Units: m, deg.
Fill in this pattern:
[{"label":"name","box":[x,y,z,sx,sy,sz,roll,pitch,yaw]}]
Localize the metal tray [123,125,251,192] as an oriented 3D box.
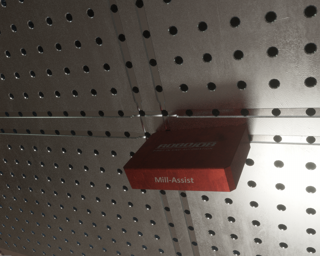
[{"label":"metal tray","box":[0.033,0.035,0.372,0.130,0.090,0.030,-5,116,30]}]
